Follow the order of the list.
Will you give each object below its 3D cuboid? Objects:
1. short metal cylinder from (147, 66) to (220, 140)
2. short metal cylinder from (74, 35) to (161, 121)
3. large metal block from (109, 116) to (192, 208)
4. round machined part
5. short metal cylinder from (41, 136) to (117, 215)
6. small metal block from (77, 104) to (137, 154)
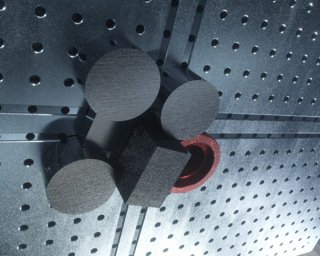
[{"bbox_3d":[0.027,-0.032,0.390,0.081,0.050,0.079,-14,124,-21],"label":"short metal cylinder"},{"bbox_3d":[-0.047,-0.054,0.336,0.081,0.050,0.079,-14,124,-21],"label":"short metal cylinder"},{"bbox_3d":[-0.018,0.040,0.386,0.050,0.080,0.080,17,110,-35],"label":"large metal block"},{"bbox_3d":[0.034,0.042,0.444,0.099,0.042,0.097,-14,124,-21],"label":"round machined part"},{"bbox_3d":[-0.099,0.057,0.376,0.081,0.050,0.079,-14,124,-21],"label":"short metal cylinder"},{"bbox_3d":[-0.064,0.000,0.375,0.050,0.025,0.050,16,110,-35],"label":"small metal block"}]
